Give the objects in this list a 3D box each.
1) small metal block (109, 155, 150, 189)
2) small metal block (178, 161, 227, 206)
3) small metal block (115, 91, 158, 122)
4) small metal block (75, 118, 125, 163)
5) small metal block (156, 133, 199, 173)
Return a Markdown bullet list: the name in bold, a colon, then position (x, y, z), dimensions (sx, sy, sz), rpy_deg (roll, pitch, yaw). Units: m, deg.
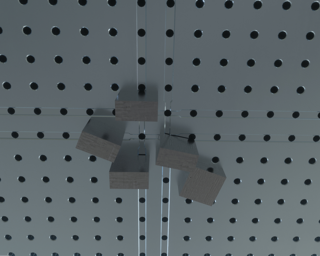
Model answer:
- **small metal block**: position (-0.040, 0.059, 0.421), dimensions (0.050, 0.050, 0.025), rpy_deg (1, 110, -1)
- **small metal block**: position (0.059, 0.078, 0.443), dimensions (0.050, 0.025, 0.050), rpy_deg (20, 109, -8)
- **small metal block**: position (-0.028, -0.028, 0.389), dimensions (0.050, 0.050, 0.025), rpy_deg (1, 110, -1)
- **small metal block**: position (-0.076, 0.015, 0.405), dimensions (0.050, 0.050, 0.025), rpy_deg (23, 109, -9)
- **small metal block**: position (0.022, 0.032, 0.412), dimensions (0.050, 0.050, 0.025), rpy_deg (12, 110, -5)
